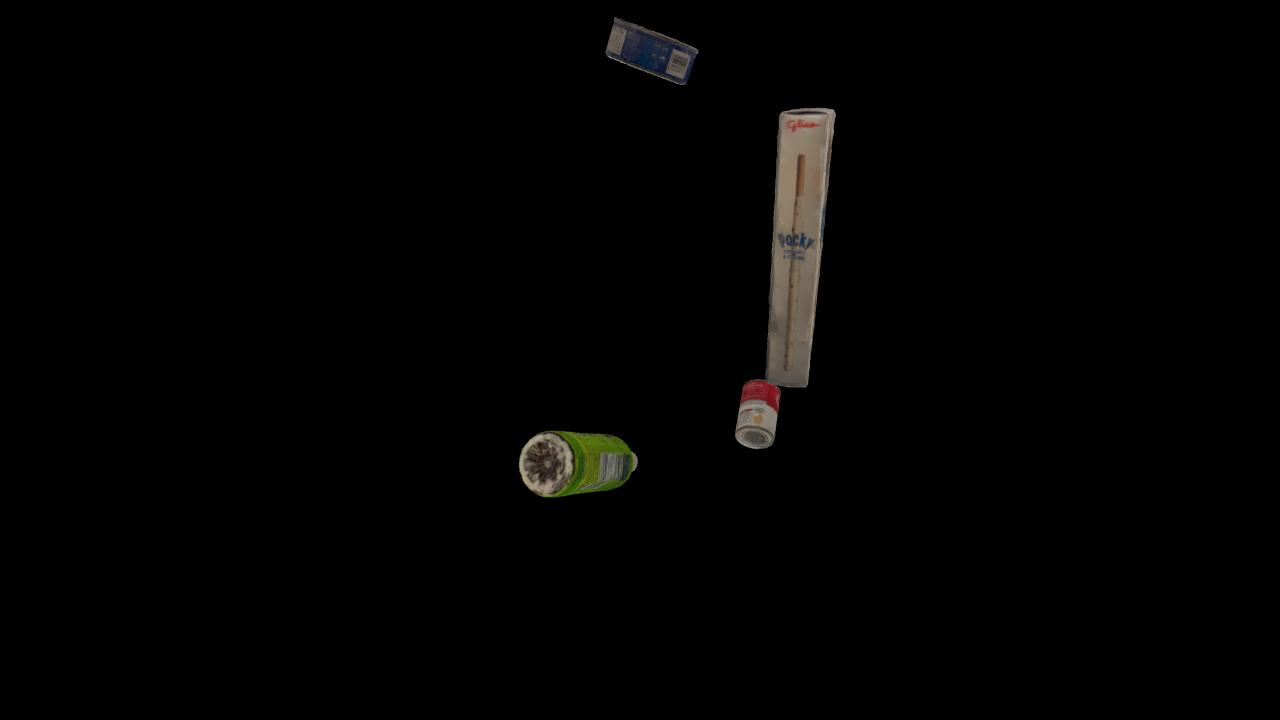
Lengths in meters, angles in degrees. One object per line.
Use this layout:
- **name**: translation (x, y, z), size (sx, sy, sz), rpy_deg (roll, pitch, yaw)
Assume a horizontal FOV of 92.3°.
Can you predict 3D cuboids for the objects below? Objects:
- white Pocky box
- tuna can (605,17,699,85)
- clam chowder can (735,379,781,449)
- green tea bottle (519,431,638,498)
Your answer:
- **white Pocky box**: translation (0.096, -0.069, 0.372), size (0.028, 0.154, 0.084), rpy_deg (6, 24, 17)
- **tuna can**: translation (0.011, -0.290, 0.580), size (0.084, 0.034, 0.084), rpy_deg (17, 25, -8)
- **clam chowder can**: translation (0.203, 0.093, 1.057), size (0.068, 0.102, 0.068), rpy_deg (11, -37, 9)
- **green tea bottle**: translation (-0.056, 0.121, 0.721), size (0.073, 0.073, 0.212), rpy_deg (0, -10, 23)
